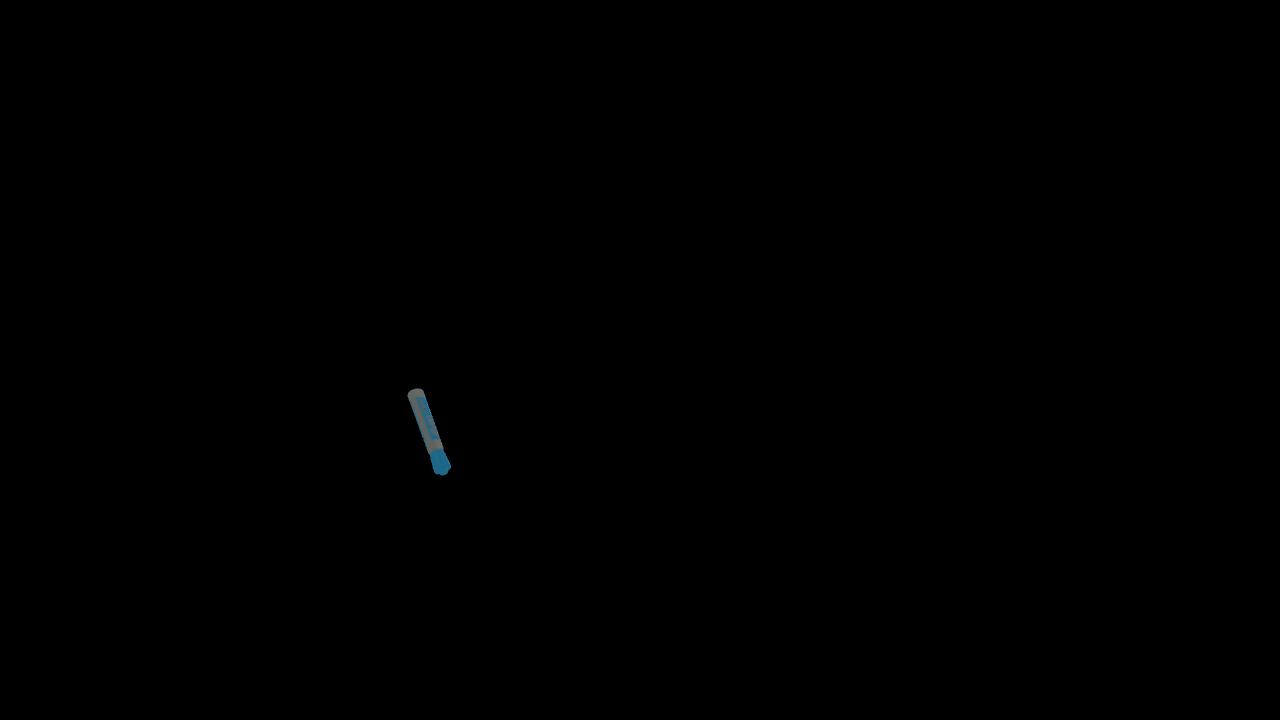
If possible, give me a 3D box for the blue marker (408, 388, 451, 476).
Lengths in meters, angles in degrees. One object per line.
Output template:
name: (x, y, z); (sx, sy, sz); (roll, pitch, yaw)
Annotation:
blue marker: (-0.243, 0.082, 0.709); (0.020, 0.121, 0.020); (-22, -35, -16)
